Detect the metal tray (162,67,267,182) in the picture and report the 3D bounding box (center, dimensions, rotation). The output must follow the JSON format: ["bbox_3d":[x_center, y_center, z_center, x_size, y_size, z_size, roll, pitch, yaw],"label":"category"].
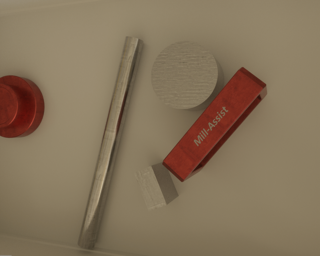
[{"bbox_3d":[0.066,-0.002,0.352,0.030,0.090,0.130,42,103,15],"label":"metal tray"}]

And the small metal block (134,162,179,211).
[{"bbox_3d":[-0.004,0.073,0.398,0.025,0.050,0.050,-25,82,18],"label":"small metal block"}]

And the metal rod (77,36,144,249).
[{"bbox_3d":[-0.070,0.023,0.434,0.025,0.025,0.298,16,95,19],"label":"metal rod"}]

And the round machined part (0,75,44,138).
[{"bbox_3d":[-0.234,-0.033,0.479,0.098,0.042,0.097,0,90,16],"label":"round machined part"}]

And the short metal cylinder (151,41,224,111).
[{"bbox_3d":[0.036,-0.062,0.384,0.080,0.050,0.079,0,90,19],"label":"short metal cylinder"}]
